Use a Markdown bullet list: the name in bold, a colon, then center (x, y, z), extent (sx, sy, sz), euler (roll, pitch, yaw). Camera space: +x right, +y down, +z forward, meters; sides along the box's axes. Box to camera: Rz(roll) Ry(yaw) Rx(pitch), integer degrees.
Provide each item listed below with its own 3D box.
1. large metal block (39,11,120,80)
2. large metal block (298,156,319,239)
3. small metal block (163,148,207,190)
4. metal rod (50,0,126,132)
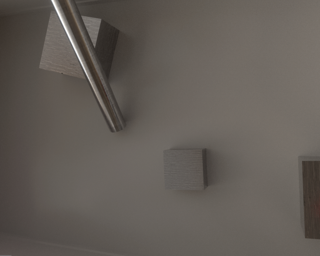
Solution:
- **large metal block**: center (-0.113, -0.111, 0.436), extent (0.080, 0.050, 0.079), euler (16, 95, 19)
- **large metal block**: center (0.194, 0.072, 0.329), extent (0.080, 0.050, 0.079), euler (-2, 89, 19)
- **small metal block**: center (0.033, 0.052, 0.398), extent (0.050, 0.025, 0.050), euler (-3, 89, 19)
- **metal rod**: center (-0.102, -0.123, 0.360), extent (0.025, 0.025, 0.298), euler (-8, 121, 19)
